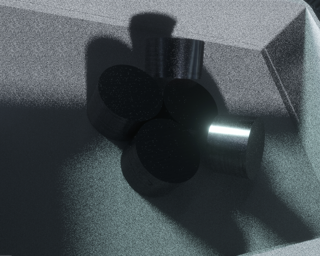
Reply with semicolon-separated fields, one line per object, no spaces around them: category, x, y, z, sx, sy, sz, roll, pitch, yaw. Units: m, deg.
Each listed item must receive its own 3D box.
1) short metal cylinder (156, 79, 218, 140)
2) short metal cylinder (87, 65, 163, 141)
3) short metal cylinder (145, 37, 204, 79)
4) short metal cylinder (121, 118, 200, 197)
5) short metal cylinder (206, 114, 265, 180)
short metal cylinder;0.030;-0.020;0.417;0.081;0.050;0.080;14;56;-21
short metal cylinder;-0.044;-0.031;0.384;0.081;0.050;0.080;14;56;-21
short metal cylinder;0.020;-0.095;0.429;0.081;0.080;0.050;-3;102;-30
short metal cylinder;0.000;0.036;0.367;0.081;0.050;0.080;14;56;-21
short metal cylinder;0.100;0.023;0.403;0.081;0.050;0.079;-17;111;-55
